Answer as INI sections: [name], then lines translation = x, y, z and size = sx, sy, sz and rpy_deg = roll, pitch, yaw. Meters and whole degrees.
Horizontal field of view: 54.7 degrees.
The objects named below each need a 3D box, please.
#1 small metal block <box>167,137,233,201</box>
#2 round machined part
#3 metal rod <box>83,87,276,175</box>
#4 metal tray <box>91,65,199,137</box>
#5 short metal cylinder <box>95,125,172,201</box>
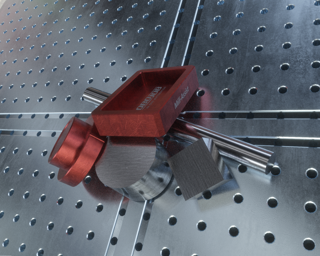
[small metal block]
translation = 0.043, 0.045, 0.339
size = 0.050, 0.025, 0.050
rpy_deg = -36, 66, 25
[round machined part]
translation = -0.111, 0.024, 0.406
size = 0.098, 0.042, 0.098
rpy_deg = -47, 25, 30
[metal rod]
translation = 0.001, -0.008, 0.408
size = 0.300, 0.025, 0.025
rpy_deg = 22, 73, 36
[metal tray]
translation = -0.014, -0.038, 0.393
size = 0.090, 0.030, 0.131
rpy_deg = 0, 33, 27
[short metal cylinder]
translation = -0.030, 0.043, 0.377
size = 0.080, 0.050, 0.080
rpy_deg = -13, 56, 21
